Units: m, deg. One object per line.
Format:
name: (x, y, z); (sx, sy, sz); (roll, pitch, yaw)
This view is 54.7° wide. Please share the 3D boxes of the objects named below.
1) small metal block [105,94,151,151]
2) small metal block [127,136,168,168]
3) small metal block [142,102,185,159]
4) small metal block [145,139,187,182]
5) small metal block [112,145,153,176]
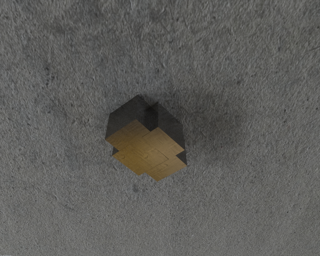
small metal block: (-0.039, -0.007, 0.385); (0.050, 0.050, 0.025); (-32, 124, 24)
small metal block: (-0.015, 0.015, 0.404); (0.025, 0.050, 0.050); (-32, 123, 24)
small metal block: (0.005, 0.003, 0.394); (0.025, 0.050, 0.050); (-33, 123, 25)
small metal block: (0.008, 0.038, 0.424); (0.050, 0.050, 0.025); (-32, 124, 24)
small metal block: (-0.035, 0.027, 0.414); (0.025, 0.050, 0.050); (-32, 123, 24)
